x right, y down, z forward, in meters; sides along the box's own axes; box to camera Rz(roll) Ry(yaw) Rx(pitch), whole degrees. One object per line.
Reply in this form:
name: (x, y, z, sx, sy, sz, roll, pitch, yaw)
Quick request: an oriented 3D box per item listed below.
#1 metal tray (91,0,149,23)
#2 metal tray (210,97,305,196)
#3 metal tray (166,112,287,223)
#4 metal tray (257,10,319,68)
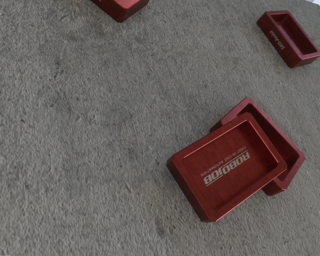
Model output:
metal tray: (-0.086, -0.237, 0.498, 0.130, 0.030, 0.090, 39, 51, -2)
metal tray: (0.148, 0.024, 0.464, 0.130, 0.030, 0.091, 48, 51, 5)
metal tray: (0.086, 0.047, 0.393, 0.131, 0.030, 0.090, -28, 80, -22)
metal tray: (0.278, -0.194, 0.667, 0.091, 0.030, 0.130, -18, 71, -35)
